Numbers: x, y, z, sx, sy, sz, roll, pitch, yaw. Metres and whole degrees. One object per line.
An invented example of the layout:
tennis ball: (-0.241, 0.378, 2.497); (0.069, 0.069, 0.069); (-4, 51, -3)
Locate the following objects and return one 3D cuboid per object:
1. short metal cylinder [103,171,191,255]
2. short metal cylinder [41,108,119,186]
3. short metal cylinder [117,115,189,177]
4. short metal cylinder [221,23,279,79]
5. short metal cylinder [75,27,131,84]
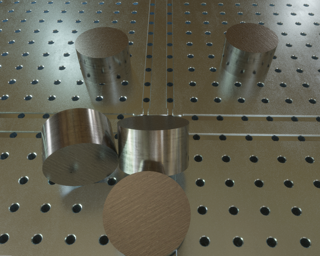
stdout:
short metal cylinder: (-0.012, 0.088, 0.305); (0.081, 0.050, 0.080); (0, 64, 0)
short metal cylinder: (-0.091, 0.023, 0.352); (0.081, 0.080, 0.050); (-12, 51, -10)
short metal cylinder: (-0.007, 0.017, 0.352); (0.081, 0.050, 0.080); (0, 13, 0)
short metal cylinder: (0.142, -0.125, 0.497); (0.081, 0.050, 0.080); (0, 50, 0)
short metal cylinder: (-0.088, -0.115, 0.487); (0.081, 0.050, 0.080); (0, 50, 0)
